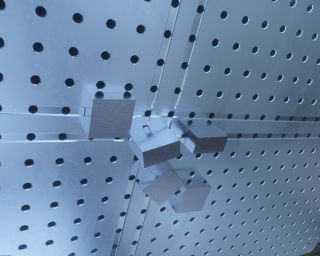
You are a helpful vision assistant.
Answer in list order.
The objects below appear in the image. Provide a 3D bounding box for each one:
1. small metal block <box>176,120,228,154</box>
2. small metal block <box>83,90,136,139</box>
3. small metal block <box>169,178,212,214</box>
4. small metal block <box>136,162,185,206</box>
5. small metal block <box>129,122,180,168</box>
[{"bbox_3d":[0.057,0.011,0.432,0.050,0.050,0.025,-2,119,-28],"label":"small metal block"},{"bbox_3d":[-0.060,-0.016,0.368,0.050,0.025,0.050,-1,119,-28],"label":"small metal block"},{"bbox_3d":[0.049,0.109,0.505,0.050,0.025,0.050,3,117,-30],"label":"small metal block"},{"bbox_3d":[0.001,0.081,0.461,0.050,0.025,0.050,-41,129,-1],"label":"small metal block"},{"bbox_3d":[-0.008,0.021,0.403,0.050,0.050,0.025,-16,125,-19],"label":"small metal block"}]
